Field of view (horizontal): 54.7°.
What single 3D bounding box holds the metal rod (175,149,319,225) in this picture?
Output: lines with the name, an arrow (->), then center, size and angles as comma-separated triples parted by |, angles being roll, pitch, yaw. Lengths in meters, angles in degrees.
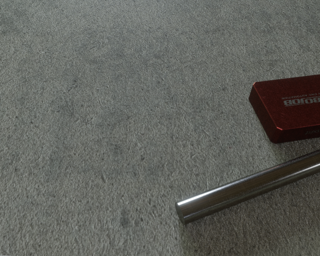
metal rod -> 0.161, 0.048, 0.364 | 0.302, 0.025, 0.025 | -17, 52, -14

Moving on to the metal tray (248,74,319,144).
metal tray -> 0.202, -0.030, 0.428 | 0.131, 0.030, 0.090 | -8, 51, -7
